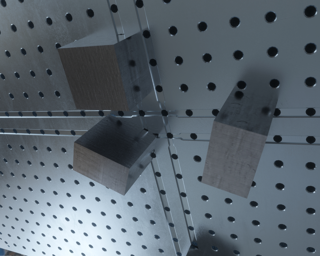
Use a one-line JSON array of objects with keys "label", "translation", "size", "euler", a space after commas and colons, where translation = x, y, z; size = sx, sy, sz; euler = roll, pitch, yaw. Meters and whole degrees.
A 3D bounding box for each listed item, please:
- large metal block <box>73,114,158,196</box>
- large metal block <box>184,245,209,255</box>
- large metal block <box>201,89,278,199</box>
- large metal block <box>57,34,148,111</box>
[{"label": "large metal block", "translation": [-0.061, 0.034, 0.427], "size": [0.080, 0.080, 0.050], "euler": [24, 127, 13]}, {"label": "large metal block", "translation": [0.065, 0.256, 0.518], "size": [0.080, 0.050, 0.079], "euler": [28, 128, 10]}, {"label": "large metal block", "translation": [0.087, 0.014, 0.338], "size": [0.050, 0.080, 0.079], "euler": [17, 125, 18]}, {"label": "large metal block", "translation": [-0.069, -0.069, 0.387], "size": [0.080, 0.050, 0.079], "euler": [4, 120, 26]}]
